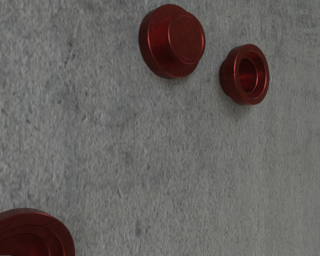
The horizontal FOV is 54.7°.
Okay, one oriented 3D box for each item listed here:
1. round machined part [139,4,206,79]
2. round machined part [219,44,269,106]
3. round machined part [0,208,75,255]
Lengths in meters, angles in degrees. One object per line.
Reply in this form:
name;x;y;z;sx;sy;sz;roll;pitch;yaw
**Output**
round machined part;0.023;-0.117;0.415;0.099;0.042;0.097;0;90;-40
round machined part;0.135;-0.085;0.510;0.099;0.042;0.097;0;90;-40
round machined part;-0.133;0.122;0.283;0.099;0.042;0.097;0;90;-40
